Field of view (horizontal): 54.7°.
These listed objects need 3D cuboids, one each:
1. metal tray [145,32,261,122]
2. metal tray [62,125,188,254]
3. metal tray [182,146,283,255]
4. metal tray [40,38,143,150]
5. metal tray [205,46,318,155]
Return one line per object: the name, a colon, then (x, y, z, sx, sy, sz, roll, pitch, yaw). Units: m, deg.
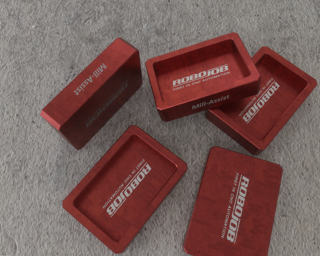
metal tray: (0.053, -0.068, 0.407, 0.131, 0.030, 0.090, -17, 56, 4)
metal tray: (-0.040, 0.072, 0.378, 0.090, 0.030, 0.130, 37, 74, 12)
metal tray: (0.087, 0.096, 0.371, 0.090, 0.030, 0.130, 17, 71, 6)
metal tray: (-0.077, -0.039, 0.387, 0.030, 0.090, 0.130, 38, 74, 12)
metal tray: (0.136, -0.039, 0.420, 0.090, 0.030, 0.130, 40, 75, 13)
